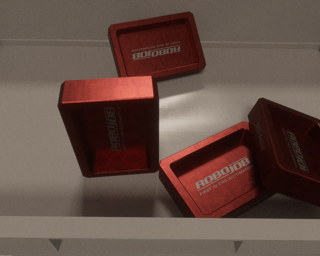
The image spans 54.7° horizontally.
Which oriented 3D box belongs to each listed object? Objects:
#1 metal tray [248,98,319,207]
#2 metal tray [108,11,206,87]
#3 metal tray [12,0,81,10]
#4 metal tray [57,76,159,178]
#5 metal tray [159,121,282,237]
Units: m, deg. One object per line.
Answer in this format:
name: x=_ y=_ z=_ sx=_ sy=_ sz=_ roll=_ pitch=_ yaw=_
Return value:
metal tray: x=0.153 y=0.024 z=0.347 sx=0.091 sy=0.030 sz=0.130 roll=20 pitch=36 yaw=-7
metal tray: x=-0.005 y=-0.118 z=0.469 sx=0.131 sy=0.030 sz=0.089 roll=-14 pitch=89 yaw=-12
metal tray: x=-0.229 y=-0.286 z=0.642 sx=0.131 sy=0.030 sz=0.090 roll=6 pitch=50 yaw=4
metal tray: x=-0.047 y=0.005 z=0.332 sx=0.091 sy=0.129 sz=0.030 roll=-4 pitch=51 yaw=-4
metal tray: x=0.075 y=0.053 z=0.358 sx=0.131 sy=0.030 sz=0.090 roll=-24 pitch=54 yaw=-19
